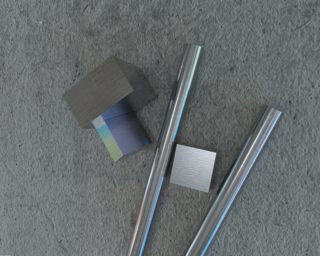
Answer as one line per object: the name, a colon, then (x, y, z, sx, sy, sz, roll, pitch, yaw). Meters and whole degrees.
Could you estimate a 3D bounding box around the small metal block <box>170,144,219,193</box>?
small metal block: (0.044, 0.049, 0.393, 0.050, 0.025, 0.050, 12, 94, 19)

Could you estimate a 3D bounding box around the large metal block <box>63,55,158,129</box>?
large metal block: (-0.060, -0.042, 0.400, 0.080, 0.080, 0.050, -34, 79, 16)

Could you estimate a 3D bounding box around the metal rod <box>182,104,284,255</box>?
metal rod: (0.068, 0.110, 0.384, 0.025, 0.025, 0.298, 29, 99, 17)

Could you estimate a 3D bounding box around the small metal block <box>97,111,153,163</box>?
small metal block: (-0.046, 0.011, 0.408, 0.025, 0.050, 0.050, -41, 76, 46)

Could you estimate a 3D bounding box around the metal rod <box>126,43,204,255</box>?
metal rod: (0.004, 0.040, 0.406, 0.025, 0.025, 0.298, 17, 96, 19)
